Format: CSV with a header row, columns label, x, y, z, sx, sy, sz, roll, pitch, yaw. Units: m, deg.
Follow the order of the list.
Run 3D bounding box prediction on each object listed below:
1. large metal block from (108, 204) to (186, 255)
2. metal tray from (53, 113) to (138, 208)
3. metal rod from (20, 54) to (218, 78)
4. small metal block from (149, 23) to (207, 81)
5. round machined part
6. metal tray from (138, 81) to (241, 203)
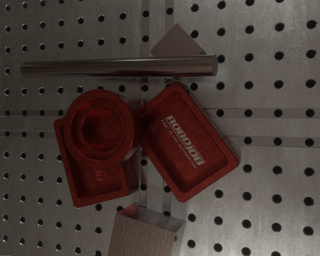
label,x,y,z,sx,sy,sz,roll,pitch,yaw
large metal block,-0.018,0.155,0.405,0.080,0.050,0.079,12,94,19
metal tray,-0.092,0.039,0.441,0.090,0.030,0.129,-18,84,18
metal rod,-0.072,-0.081,0.419,0.301,0.025,0.025,4,92,25
small metal block,0.024,-0.098,0.404,0.050,0.025,0.050,-44,77,14
round machined part,-0.069,0.001,0.394,0.098,0.042,0.097,0,90,19
metal tray,0.028,0.017,0.399,0.090,0.030,0.130,-38,78,15
